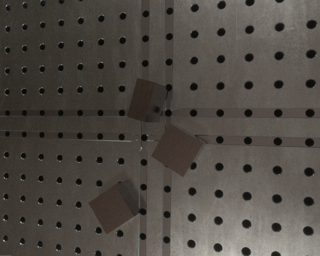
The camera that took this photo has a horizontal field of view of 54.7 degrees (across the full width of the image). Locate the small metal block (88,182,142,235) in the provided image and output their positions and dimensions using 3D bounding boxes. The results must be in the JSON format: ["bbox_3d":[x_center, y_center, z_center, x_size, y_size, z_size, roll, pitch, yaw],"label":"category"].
[{"bbox_3d":[-0.063,0.111,0.434,0.050,0.025,0.050,-36,79,16],"label":"small metal block"}]

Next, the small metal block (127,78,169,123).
[{"bbox_3d":[-0.015,-0.035,0.404,0.025,0.050,0.050,17,96,19],"label":"small metal block"}]

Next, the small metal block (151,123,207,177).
[{"bbox_3d":[0.025,0.028,0.403,0.050,0.025,0.050,32,100,16],"label":"small metal block"}]
